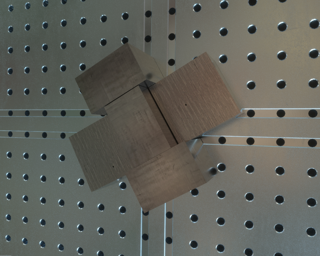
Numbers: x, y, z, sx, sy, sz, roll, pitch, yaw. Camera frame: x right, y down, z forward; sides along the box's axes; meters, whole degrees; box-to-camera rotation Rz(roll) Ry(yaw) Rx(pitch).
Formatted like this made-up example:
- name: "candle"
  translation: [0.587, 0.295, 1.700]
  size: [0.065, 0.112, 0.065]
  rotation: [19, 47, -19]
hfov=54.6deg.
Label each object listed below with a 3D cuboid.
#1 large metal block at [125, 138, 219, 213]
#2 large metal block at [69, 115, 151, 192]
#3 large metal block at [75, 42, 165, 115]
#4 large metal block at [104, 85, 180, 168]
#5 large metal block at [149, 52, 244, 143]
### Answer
- name: "large metal block"
  translation: [0.018, 0.055, 0.377]
  size: [0.080, 0.080, 0.050]
  rotation: [-30, 80, 17]
- name: "large metal block"
  translation: [-0.064, 0.031, 0.423]
  size: [0.080, 0.050, 0.080]
  rotation: [-28, 80, 18]
- name: "large metal block"
  translation: [-0.046, -0.057, 0.399]
  size: [0.080, 0.080, 0.050]
  rotation: [-30, 80, 18]
- name: "large metal block"
  translation: [-0.013, -0.002, 0.388]
  size: [0.050, 0.080, 0.080]
  rotation: [-30, 80, 18]
- name: "large metal block"
  translation: [0.046, -0.034, 0.383]
  size: [0.080, 0.050, 0.080]
  rotation: [-30, 82, 17]
